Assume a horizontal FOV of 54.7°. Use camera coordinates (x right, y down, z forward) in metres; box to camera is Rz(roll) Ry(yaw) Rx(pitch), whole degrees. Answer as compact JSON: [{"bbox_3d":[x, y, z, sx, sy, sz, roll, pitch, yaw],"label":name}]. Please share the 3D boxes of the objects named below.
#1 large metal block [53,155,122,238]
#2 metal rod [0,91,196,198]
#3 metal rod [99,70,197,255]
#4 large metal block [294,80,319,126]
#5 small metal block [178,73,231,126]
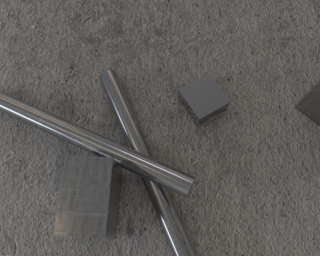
[{"bbox_3d":[-0.076,0.081,0.349,0.050,0.080,0.080,2,70,1],"label":"large metal block"},{"bbox_3d":[-0.099,0.011,0.386,0.301,0.025,0.025,22,72,14],"label":"metal rod"},{"bbox_3d":[-0.014,0.055,0.387,0.025,0.025,0.299,-22,72,-8],"label":"metal rod"},{"bbox_3d":[0.235,-0.034,0.393,0.080,0.080,0.050,41,75,13],"label":"large metal block"},{"bbox_3d":[0.059,-0.039,0.423,0.050,0.025,0.050,-30,73,-11],"label":"small metal block"}]
